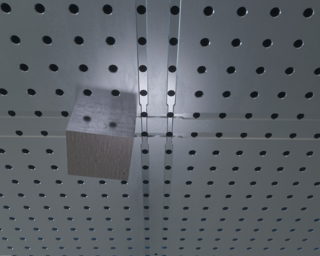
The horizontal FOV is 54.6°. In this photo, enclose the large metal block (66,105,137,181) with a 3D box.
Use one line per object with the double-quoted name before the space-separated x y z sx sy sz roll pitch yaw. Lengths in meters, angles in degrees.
"large metal block" -0.077 0.021 0.412 0.080 0.050 0.079 7 130 -6
